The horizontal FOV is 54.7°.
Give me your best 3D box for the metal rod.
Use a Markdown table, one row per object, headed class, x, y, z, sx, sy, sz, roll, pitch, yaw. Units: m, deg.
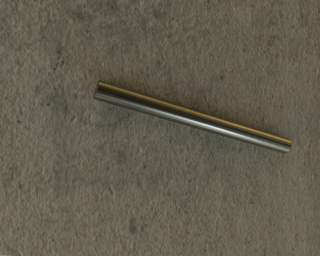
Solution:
| class | x | y | z | sx | sy | sz | roll | pitch | yaw |
| --- | --- | --- | --- | --- | --- | --- | --- | --- | --- |
| metal rod | 0.059 | -0.010 | 0.431 | 0.302 | 0.025 | 0.025 | 15 | 85 | -20 |
